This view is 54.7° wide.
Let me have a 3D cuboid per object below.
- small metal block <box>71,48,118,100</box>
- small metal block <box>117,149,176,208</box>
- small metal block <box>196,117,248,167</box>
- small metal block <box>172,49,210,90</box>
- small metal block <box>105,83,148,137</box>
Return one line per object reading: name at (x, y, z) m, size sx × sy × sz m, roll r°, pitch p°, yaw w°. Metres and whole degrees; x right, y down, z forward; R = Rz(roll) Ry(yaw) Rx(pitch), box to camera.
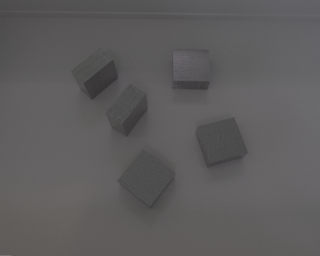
small metal block at (-0.087, -0.073, 0.422) m, size 0.050 × 0.050 × 0.025 m, roll -43°, pitch 76°, yaw -14°
small metal block at (-0.016, 0.064, 0.386) m, size 0.050 × 0.025 × 0.050 m, roll 36°, pitch 74°, yaw 12°
small metal block at (0.079, 0.019, 0.403) m, size 0.050 × 0.025 × 0.050 m, roll -15°, pitch 71°, yaw -5°
small metal block at (0.043, -0.083, 0.440) m, size 0.050 × 0.025 × 0.050 m, roll 1°, pitch 70°, yaw 0°
small metal block at (-0.042, -0.022, 0.404) m, size 0.025 × 0.050 × 0.050 m, roll 33°, pitch 73°, yaw 11°
